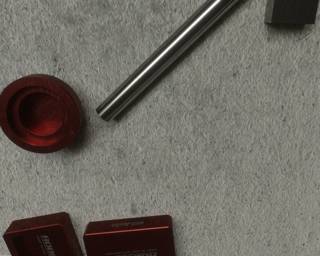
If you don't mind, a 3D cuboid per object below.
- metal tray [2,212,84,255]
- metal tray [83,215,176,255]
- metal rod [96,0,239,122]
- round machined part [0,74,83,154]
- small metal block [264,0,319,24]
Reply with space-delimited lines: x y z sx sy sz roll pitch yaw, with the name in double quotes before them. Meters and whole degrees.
"metal tray" -0.171 0.198 0.477 0.090 0.030 0.129 -11 110 3
"metal tray" -0.043 0.184 0.475 0.131 0.030 0.089 -6 110 1
"metal rod" 0.035 -0.114 0.368 0.299 0.025 0.025 -42 105 13
"round machined part" -0.146 -0.020 0.391 0.099 0.042 0.097 0 110 -1
"small metal block" 0.153 -0.147 0.358 0.050 0.025 0.050 1 110 -1
